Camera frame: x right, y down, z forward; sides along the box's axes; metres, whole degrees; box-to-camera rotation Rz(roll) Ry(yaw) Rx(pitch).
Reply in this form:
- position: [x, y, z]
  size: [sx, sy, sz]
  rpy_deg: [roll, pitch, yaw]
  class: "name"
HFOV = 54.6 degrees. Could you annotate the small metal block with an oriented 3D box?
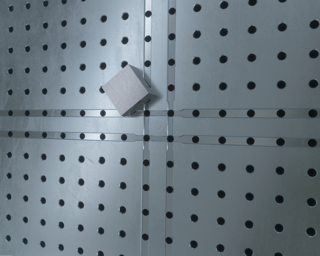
- position: [-0.043, -0.051, 0.428]
  size: [0.050, 0.025, 0.050]
  rpy_deg: [-38, 78, 16]
  class: "small metal block"
